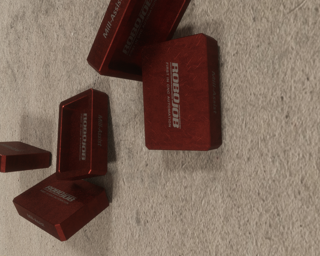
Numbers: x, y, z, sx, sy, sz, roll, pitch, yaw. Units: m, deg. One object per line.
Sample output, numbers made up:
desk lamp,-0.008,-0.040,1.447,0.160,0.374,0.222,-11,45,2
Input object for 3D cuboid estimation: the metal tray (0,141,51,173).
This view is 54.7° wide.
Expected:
metal tray,-0.284,0.052,0.592,0.130,0.091,0.030,10,97,39

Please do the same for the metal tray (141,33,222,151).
metal tray,0.024,-0.039,0.373,0.090,0.030,0.129,-2,91,35

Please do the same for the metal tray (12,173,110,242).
metal tray,-0.155,0.116,0.485,0.130,0.091,0.030,10,122,39

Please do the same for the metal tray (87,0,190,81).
metal tray,-0.024,-0.123,0.380,0.030,0.091,0.129,43,116,31

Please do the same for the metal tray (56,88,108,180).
metal tray,-0.122,0.013,0.484,0.090,0.030,0.129,-16,69,38
